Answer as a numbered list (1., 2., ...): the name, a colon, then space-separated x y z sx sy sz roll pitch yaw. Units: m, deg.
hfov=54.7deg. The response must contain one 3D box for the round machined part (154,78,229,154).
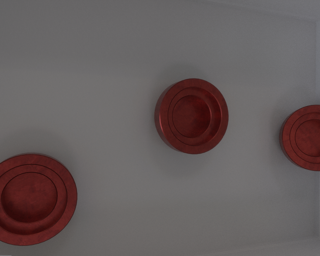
1. round machined part: 0.039 -0.015 0.416 0.099 0.042 0.097 0 90 -20

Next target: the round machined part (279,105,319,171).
1. round machined part: 0.233 0.015 0.473 0.098 0.042 0.097 -1 86 8

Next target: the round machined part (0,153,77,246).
1. round machined part: -0.146 0.076 0.348 0.099 0.042 0.097 0 90 -20
